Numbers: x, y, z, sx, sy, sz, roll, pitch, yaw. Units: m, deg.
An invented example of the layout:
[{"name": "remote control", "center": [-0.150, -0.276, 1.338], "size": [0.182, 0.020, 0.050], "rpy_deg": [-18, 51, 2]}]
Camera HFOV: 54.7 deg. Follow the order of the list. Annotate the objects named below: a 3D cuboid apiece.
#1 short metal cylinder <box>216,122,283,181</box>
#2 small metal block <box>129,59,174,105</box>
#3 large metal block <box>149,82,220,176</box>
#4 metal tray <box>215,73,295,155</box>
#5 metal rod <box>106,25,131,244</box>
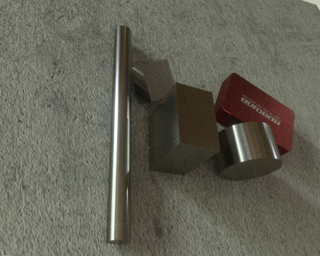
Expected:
[{"name": "short metal cylinder", "center": [0.115, 0.033, 0.413], "size": [0.081, 0.080, 0.050], "rpy_deg": [7, 59, -25]}, {"name": "small metal block", "center": [-0.009, -0.064, 0.425], "size": [0.050, 0.025, 0.050], "rpy_deg": [-22, 100, -41]}, {"name": "large metal block", "center": [0.026, 0.004, 0.381], "size": [0.050, 0.080, 0.080], "rpy_deg": [12, 57, -22]}, {"name": "metal tray", "center": [0.153, -0.021, 0.499], "size": [0.130, 0.030, 0.090], "rpy_deg": [31, 51, -9]}, {"name": "metal rod", "center": [-0.048, -0.014, 0.387], "size": [0.025, 0.025, 0.299], "rpy_deg": [11, 57, -23]}]
